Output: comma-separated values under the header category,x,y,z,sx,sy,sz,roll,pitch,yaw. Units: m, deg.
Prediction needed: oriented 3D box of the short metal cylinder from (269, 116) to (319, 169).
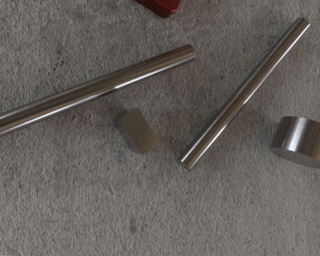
category,x,y,z,sx,sy,sz,roll,pitch,yaw
short metal cylinder,0.212,0.022,0.460,0.080,0.080,0.050,26,82,-19

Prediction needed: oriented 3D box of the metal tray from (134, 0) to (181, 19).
category,x,y,z,sx,sy,sz,roll,pitch,yaw
metal tray,-0.023,-0.215,0.398,0.131,0.030,0.090,26,81,-19

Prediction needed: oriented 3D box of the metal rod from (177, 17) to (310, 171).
category,x,y,z,sx,sy,sz,roll,pitch,yaw
metal rod,0.130,-0.058,0.458,0.025,0.025,0.301,46,76,-15

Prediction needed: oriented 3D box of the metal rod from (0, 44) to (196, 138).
category,x,y,z,sx,sy,sz,roll,pitch,yaw
metal rod,-0.088,-0.044,0.376,0.302,0.025,0.025,-25,99,-19

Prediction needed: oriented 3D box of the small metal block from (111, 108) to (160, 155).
category,x,y,z,sx,sy,sz,roll,pitch,yaw
small metal block,-0.032,0.004,0.385,0.025,0.050,0.050,-34,101,-17
